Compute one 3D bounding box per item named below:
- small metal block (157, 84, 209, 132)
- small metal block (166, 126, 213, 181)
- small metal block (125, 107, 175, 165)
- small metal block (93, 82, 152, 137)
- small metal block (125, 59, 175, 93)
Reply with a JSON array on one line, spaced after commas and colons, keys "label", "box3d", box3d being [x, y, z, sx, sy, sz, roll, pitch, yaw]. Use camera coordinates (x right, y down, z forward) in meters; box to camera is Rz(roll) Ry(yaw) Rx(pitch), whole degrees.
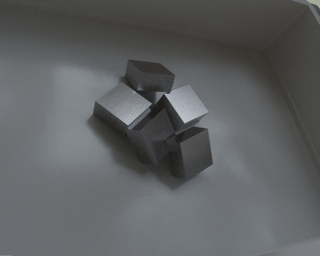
[{"label": "small metal block", "box3d": [0.032, -0.029, 0.440, 0.050, 0.025, 0.050, -24, 75, -37]}, {"label": "small metal block", "box3d": [0.038, 0.031, 0.391, 0.050, 0.025, 0.050, -25, 112, -37]}, {"label": "small metal block", "box3d": [-0.009, 0.009, 0.379, 0.050, 0.025, 0.050, -46, 124, -39]}, {"label": "small metal block", "box3d": [-0.047, -0.024, 0.389, 0.050, 0.025, 0.050, 37, 50, 10]}, {"label": "small metal block", "box3d": [-0.015, -0.072, 0.427, 0.050, 0.025, 0.050, 0, 29, -28]}]
